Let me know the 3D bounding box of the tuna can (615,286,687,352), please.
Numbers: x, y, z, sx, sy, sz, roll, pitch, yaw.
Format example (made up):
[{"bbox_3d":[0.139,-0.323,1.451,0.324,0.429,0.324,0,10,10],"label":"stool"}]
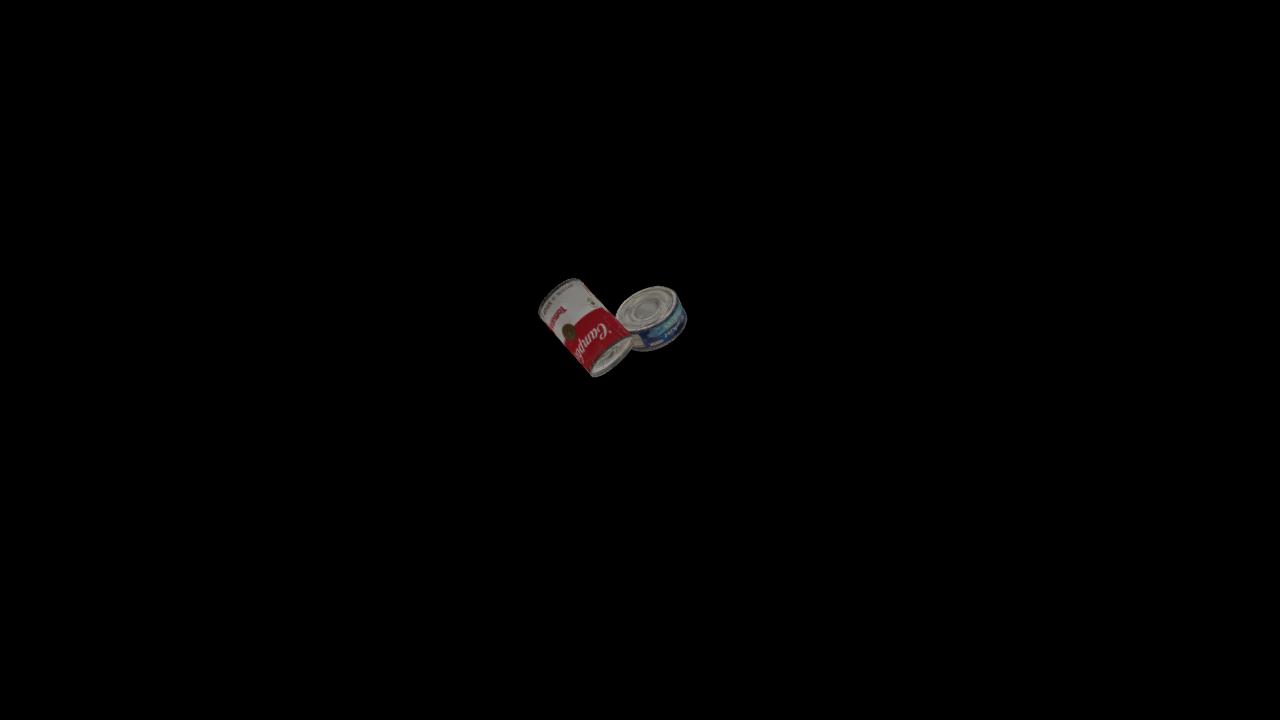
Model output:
[{"bbox_3d":[0.013,-0.051,0.744,0.084,0.084,0.034,0,-43,31],"label":"tuna can"}]

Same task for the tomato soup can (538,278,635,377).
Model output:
[{"bbox_3d":[-0.063,-0.039,0.719,0.068,0.101,0.068,-39,-15,-13],"label":"tomato soup can"}]
